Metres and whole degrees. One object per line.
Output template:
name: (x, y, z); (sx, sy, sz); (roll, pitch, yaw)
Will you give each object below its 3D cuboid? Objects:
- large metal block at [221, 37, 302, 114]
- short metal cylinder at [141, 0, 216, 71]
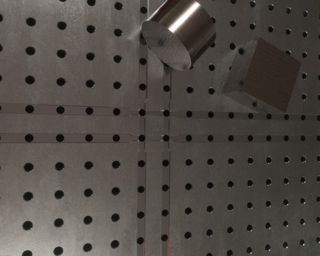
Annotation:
large metal block: (0.149, -0.073, 0.456); (0.080, 0.050, 0.080); (23, 82, -19)
short metal cylinder: (0.023, -0.119, 0.393); (0.080, 0.080, 0.050); (45, 76, -15)
